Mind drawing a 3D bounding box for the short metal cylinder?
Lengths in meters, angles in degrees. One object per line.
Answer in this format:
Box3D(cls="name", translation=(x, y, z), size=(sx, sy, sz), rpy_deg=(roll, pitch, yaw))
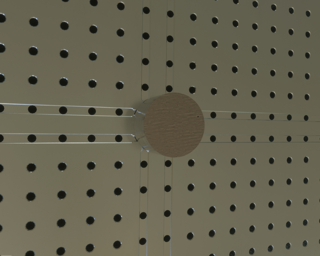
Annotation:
Box3D(cls="short metal cylinder", translation=(0.010, -0.004, 0.403), size=(0.081, 0.050, 0.080), rpy_deg=(0, 90, -20))
